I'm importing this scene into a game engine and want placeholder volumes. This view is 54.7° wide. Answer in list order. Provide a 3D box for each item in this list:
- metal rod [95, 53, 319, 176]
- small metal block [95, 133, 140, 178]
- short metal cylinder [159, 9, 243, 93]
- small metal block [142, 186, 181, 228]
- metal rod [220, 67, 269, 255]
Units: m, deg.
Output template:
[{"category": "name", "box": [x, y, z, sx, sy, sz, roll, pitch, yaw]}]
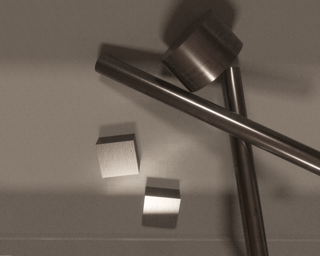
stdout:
[{"category": "metal rod", "box": [0.061, -0.016, 0.361, 0.301, 0.025, 0.025, 26, 109, 8]}, {"category": "small metal block", "box": [-0.057, 0.038, 0.425, 0.050, 0.025, 0.050, -7, 110, 2]}, {"category": "short metal cylinder", "box": [0.045, -0.086, 0.351, 0.050, 0.080, 0.080, 43, 104, -14]}, {"category": "small metal block", "box": [0.001, 0.116, 0.454, 0.050, 0.025, 0.050, 6, 110, -3]}, {"category": "metal rod", "box": [0.107, 0.075, 0.376, 0.025, 0.025, 0.298, -8, 85, 2]}]
